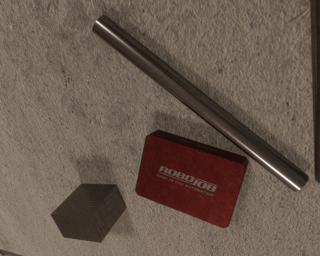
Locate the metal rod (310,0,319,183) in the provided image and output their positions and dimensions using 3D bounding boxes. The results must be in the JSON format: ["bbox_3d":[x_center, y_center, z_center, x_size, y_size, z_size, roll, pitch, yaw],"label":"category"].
[{"bbox_3d":[0.151,-0.075,0.280,0.025,0.025,0.298,-1,118,28],"label":"metal rod"}]

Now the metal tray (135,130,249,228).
[{"bbox_3d":[0.038,0.064,0.404,0.130,0.030,0.089,17,107,17],"label":"metal tray"}]

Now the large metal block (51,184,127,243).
[{"bbox_3d":[-0.116,0.138,0.516,0.080,0.080,0.050,-5,116,30],"label":"large metal block"}]

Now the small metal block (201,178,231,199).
[{"bbox_3d":[0.066,0.083,0.423,0.050,0.025,0.050,26,128,11],"label":"small metal block"}]

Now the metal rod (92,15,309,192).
[{"bbox_3d":[0.046,-0.030,0.363,0.300,0.025,0.025,39,129,1],"label":"metal rod"}]
